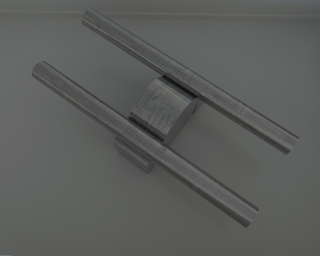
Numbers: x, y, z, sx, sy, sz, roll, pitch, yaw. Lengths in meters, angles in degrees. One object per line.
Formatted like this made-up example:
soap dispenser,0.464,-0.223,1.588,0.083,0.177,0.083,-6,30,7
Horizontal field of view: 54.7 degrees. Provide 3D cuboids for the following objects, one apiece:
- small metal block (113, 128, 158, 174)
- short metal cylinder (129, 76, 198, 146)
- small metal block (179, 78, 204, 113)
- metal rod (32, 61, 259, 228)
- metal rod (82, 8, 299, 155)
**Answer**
small metal block,-0.028,0.028,0.384,0.050,0.050,0.025,35,74,11
short metal cylinder,0.004,-0.017,0.385,0.050,0.080,0.080,35,74,11
small metal block,0.035,-0.052,0.414,0.050,0.050,0.025,35,74,11
metal rod,-0.026,0.011,0.352,0.300,0.025,0.025,34,73,11
metal rod,0.028,-0.063,0.378,0.300,0.025,0.025,34,73,11
